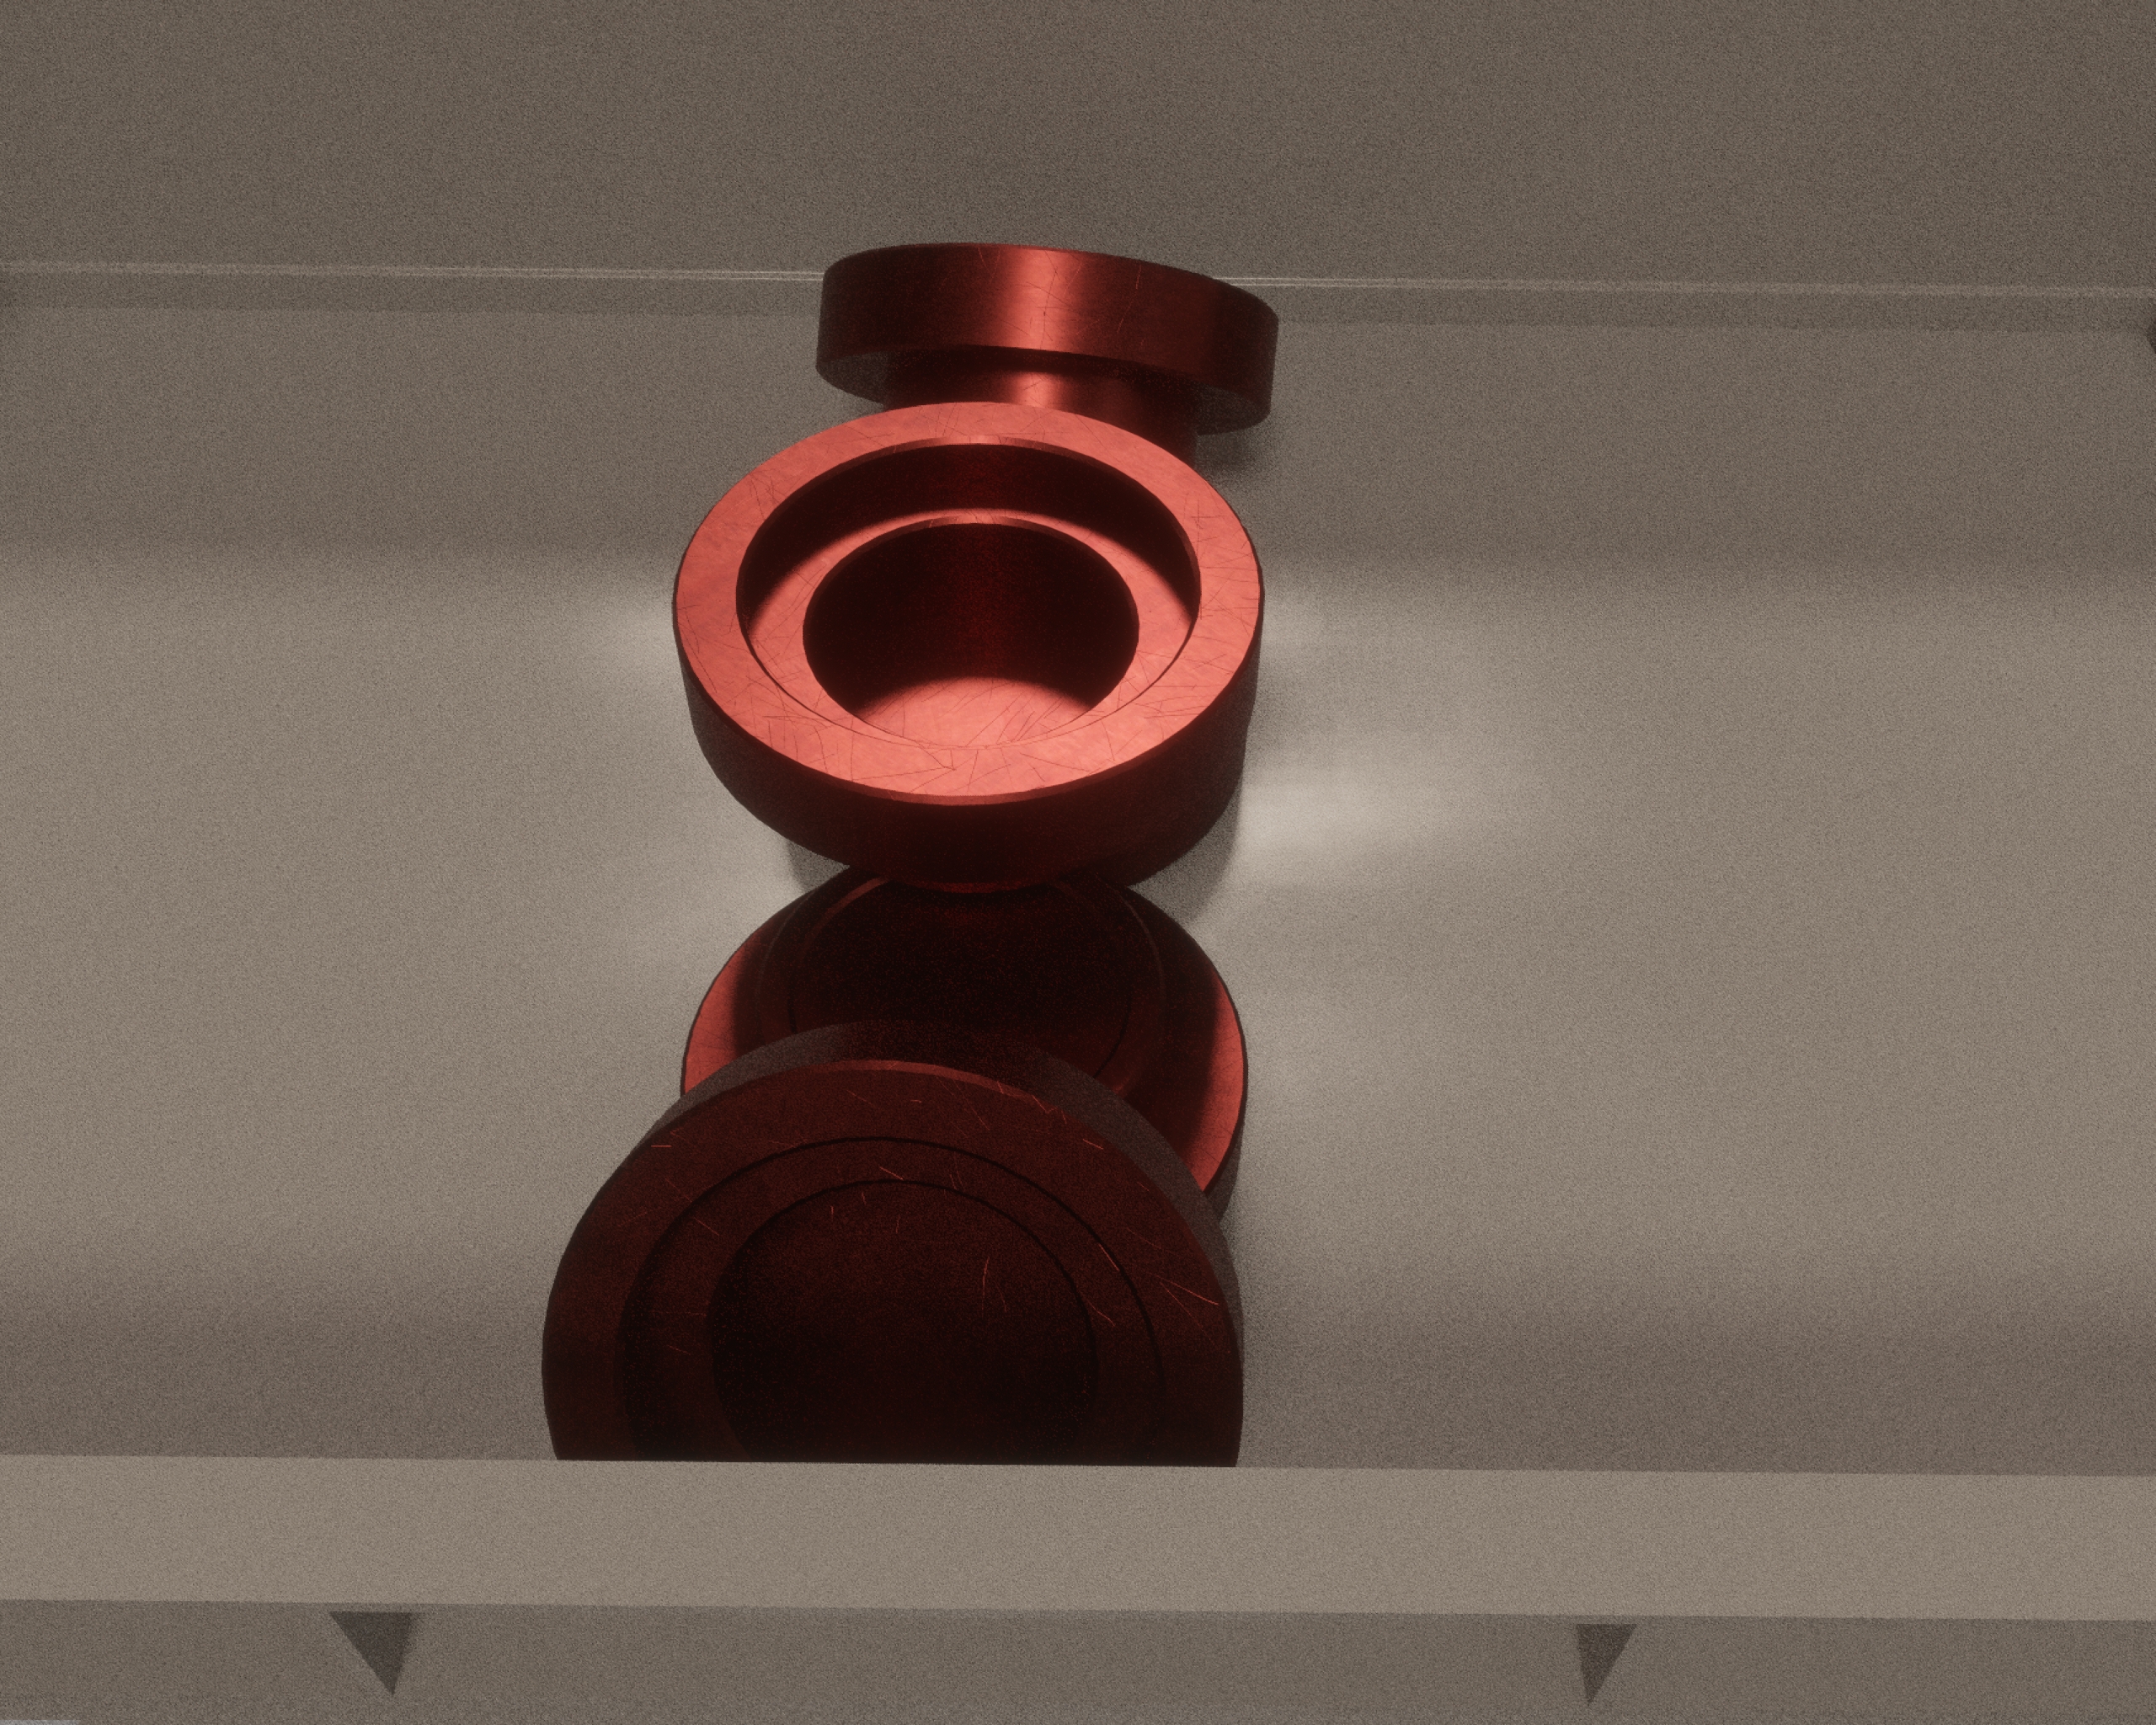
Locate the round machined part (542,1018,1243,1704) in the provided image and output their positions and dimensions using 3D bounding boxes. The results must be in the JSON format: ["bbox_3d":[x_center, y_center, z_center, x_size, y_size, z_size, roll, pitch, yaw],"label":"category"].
[{"bbox_3d":[-0.025,0.070,0.310,0.099,0.097,0.042,5,13,3],"label":"round machined part"}]

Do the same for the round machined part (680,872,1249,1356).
[{"bbox_3d":[-0.020,0.034,0.362,0.099,0.042,0.098,0,50,0],"label":"round machined part"}]

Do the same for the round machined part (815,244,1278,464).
[{"bbox_3d":[-0.008,-0.101,0.453,0.099,0.098,0.042,5,93,4],"label":"round machined part"}]

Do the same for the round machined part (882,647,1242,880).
[{"bbox_3d":[-0.014,-0.041,0.426,0.099,0.042,0.098,0,50,0],"label":"round machined part"}]

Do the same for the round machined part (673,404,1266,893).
[{"bbox_3d":[-0.018,-0.033,0.364,0.099,0.042,0.098,0,50,0],"label":"round machined part"}]
